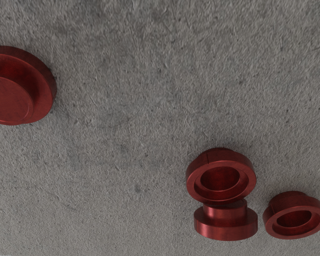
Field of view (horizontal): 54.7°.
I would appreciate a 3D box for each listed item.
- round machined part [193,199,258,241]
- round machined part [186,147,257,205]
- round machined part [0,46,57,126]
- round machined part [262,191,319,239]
[{"bbox_3d":[0.102,0.135,0.486,0.099,0.098,0.042,-2,96,2],"label":"round machined part"},{"bbox_3d":[0.086,0.066,0.453,0.099,0.042,0.097,0,130,0],"label":"round machined part"},{"bbox_3d":[-0.175,-0.041,0.359,0.099,0.042,0.097,0,130,0],"label":"round machined part"},{"bbox_3d":[0.222,0.143,0.519,0.099,0.042,0.097,0,130,0],"label":"round machined part"}]
